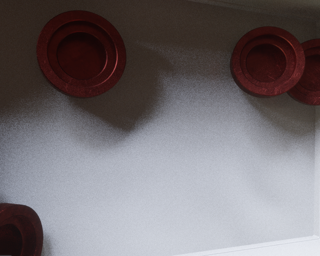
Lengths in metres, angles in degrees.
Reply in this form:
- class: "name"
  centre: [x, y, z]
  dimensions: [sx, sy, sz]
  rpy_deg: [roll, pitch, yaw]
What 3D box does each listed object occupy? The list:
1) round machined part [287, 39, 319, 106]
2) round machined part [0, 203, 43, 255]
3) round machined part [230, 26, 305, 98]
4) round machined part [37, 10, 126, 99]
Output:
- class: "round machined part"
  centre: [0.236, -0.083, 0.473]
  dimensions: [0.098, 0.042, 0.097]
  rpy_deg: [0, 92, 12]
- class: "round machined part"
  centre: [-0.171, 0.127, 0.320]
  dimensions: [0.042, 0.098, 0.097]
  rpy_deg: [1, 90, 18]
- class: "round machined part"
  centre: [0.150, -0.090, 0.444]
  dimensions: [0.099, 0.042, 0.097]
  rpy_deg: [0, 86, 4]
- class: "round machined part"
  centre: [-0.093, -0.083, 0.367]
  dimensions: [0.099, 0.042, 0.097]
  rpy_deg: [0, 90, -20]
